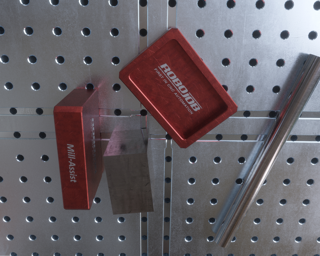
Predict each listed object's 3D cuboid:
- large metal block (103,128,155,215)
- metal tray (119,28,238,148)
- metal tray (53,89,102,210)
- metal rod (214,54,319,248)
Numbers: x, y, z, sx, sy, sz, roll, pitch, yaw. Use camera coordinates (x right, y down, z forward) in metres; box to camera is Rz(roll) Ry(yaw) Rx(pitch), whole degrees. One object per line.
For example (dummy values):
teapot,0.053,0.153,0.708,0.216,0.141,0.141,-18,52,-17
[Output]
large metal block,-0.036,0.053,0.403,0.050,0.080,0.079,-5,110,2
metal tray,0.024,-0.048,0.392,0.090,0.030,0.130,-38,106,12
metal tray,-0.098,0.024,0.386,0.030,0.090,0.129,1,110,0
metal rod,0.146,0.044,0.430,0.025,0.025,0.298,19,109,-7
